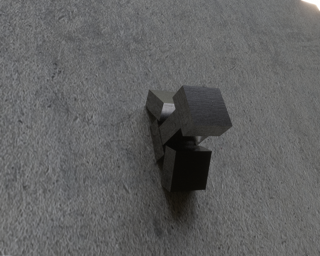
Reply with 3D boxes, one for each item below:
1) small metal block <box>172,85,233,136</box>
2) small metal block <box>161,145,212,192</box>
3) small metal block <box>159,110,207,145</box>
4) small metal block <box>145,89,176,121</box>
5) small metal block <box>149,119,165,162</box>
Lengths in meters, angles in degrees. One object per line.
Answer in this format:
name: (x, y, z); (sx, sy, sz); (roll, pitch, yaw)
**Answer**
small metal block: (0.047, -0.019, 0.347); (0.050, 0.025, 0.050); (1, 61, -28)
small metal block: (0.032, 0.049, 0.378); (0.050, 0.025, 0.050); (2, 101, -28)
small metal block: (0.034, -0.001, 0.377); (0.050, 0.050, 0.025); (2, 61, -28)
small metal block: (0.015, -0.030, 0.417); (0.050, 0.025, 0.050); (2, 25, -27)
small metal block: (0.018, 0.017, 0.407); (0.050, 0.025, 0.050); (2, 61, -27)
